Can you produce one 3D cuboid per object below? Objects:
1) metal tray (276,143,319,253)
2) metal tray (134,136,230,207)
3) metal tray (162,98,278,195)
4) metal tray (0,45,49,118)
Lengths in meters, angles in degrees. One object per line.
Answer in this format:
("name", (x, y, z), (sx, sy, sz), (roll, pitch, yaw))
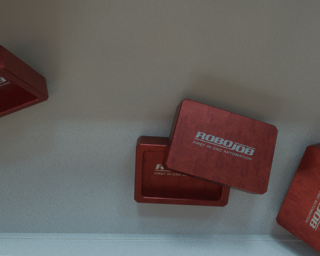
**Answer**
("metal tray", (0.222, 0.096, 0.414), (0.030, 0.090, 0.129), (-5, 117, -42))
("metal tray", (0.032, 0.061, 0.431), (0.131, 0.030, 0.089), (3, 110, -2))
("metal tray", (0.077, 0.025, 0.395), (0.131, 0.030, 0.090), (17, 77, -6))
("metal tray", (-0.212, -0.041, 0.360), (0.130, 0.090, 0.030), (-19, 71, 7))
